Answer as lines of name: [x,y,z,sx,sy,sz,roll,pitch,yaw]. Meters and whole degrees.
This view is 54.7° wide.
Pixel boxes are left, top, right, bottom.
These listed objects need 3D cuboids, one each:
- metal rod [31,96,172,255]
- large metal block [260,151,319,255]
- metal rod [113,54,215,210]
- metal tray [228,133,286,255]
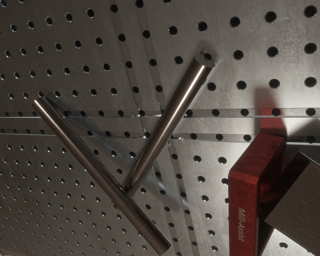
metal rod: [-0.091,0.071,0.475,0.300,0.025,0.025,48,129,3]
large metal block: [0.168,0.084,0.338,0.080,0.050,0.080,34,100,5]
metal rod: [-0.009,0.028,0.431,0.025,0.025,0.298,34,129,5]
metal tray: [0.112,0.082,0.357,0.030,0.091,0.129,13,125,34]
